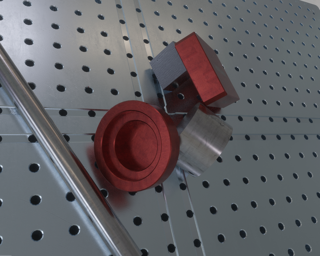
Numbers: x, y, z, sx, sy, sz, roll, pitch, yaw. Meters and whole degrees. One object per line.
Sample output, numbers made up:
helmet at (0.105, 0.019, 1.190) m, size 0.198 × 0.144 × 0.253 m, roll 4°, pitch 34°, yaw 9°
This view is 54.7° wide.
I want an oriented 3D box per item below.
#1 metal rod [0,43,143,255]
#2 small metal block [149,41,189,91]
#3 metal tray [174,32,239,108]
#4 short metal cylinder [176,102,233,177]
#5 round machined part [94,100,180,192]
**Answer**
metal rod at (-0.116, 0.016, 0.336) m, size 0.025 × 0.025 × 0.299 m, roll -29°, pitch 78°, yaw -38°
small metal block at (0.019, -0.089, 0.453) m, size 0.025 × 0.050 × 0.050 m, roll 0°, pitch 59°, yaw -53°
metal tray at (0.072, -0.076, 0.439) m, size 0.090 × 0.030 × 0.131 m, roll 64°, pitch 20°, yaw 8°
short metal cylinder at (0.045, 0.015, 0.389) m, size 0.050 × 0.080 × 0.080 m, roll 37°, pitch 51°, yaw -4°
round machined part at (-0.022, 0.020, 0.347) m, size 0.042 × 0.098 × 0.098 m, roll 6°, pitch 53°, yaw -62°
